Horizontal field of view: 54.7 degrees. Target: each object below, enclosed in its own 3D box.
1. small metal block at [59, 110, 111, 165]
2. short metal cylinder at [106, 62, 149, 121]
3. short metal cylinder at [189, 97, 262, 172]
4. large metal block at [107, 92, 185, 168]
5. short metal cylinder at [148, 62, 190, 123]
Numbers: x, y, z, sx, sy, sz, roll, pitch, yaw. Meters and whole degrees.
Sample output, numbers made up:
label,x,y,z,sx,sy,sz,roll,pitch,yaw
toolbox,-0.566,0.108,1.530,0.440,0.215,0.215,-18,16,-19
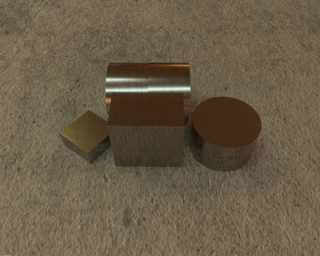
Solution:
label,x,y,z,sx,sy,sz,roll,pitch,yaw
small metal block,-0.089,0.011,0.396,0.050,0.025,0.050,31,56,23
short metal cylinder,-0.039,-0.046,0.408,0.050,0.080,0.080,1,50,0
short metal cylinder,0.078,0.007,0.383,0.081,0.050,0.080,0,50,0
large metal block,-0.014,0.004,0.366,0.081,0.080,0.050,1,50,0
short metal cylinder,0.011,-0.046,0.408,0.050,0.080,0.080,1,50,0
